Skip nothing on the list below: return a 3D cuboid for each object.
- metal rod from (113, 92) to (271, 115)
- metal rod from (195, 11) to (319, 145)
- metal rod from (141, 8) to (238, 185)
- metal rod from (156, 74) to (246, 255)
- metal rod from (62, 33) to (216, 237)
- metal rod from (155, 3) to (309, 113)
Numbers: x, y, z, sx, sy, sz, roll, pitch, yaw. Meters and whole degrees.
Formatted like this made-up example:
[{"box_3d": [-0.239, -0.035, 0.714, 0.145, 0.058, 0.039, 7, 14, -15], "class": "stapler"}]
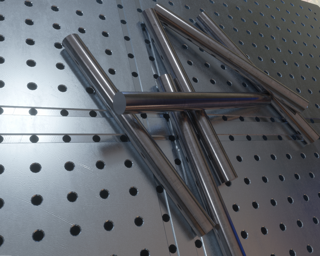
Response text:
[{"box_3d": [0.068, -0.038, 0.435, 0.302, 0.025, 0.025, -6, 64, -42], "class": "metal rod"}, {"box_3d": [0.170, -0.093, 0.555, 0.025, 0.025, 0.300, -35, 81, -38], "class": "metal rod"}, {"box_3d": [0.037, -0.059, 0.462, 0.025, 0.025, 0.299, -11, 67, -33], "class": "metal rod"}, {"box_3d": [0.054, 0.059, 0.400, 0.025, 0.025, 0.299, -7, 65, -31], "class": "metal rod"}, {"box_3d": [-0.032, 0.002, 0.389, 0.025, 0.025, 0.299, -29, 78, -37], "class": "metal rod"}, {"box_3d": [0.117, -0.118, 0.524, 0.301, 0.025, 0.025, 34, 51, 1], "class": "metal rod"}]
